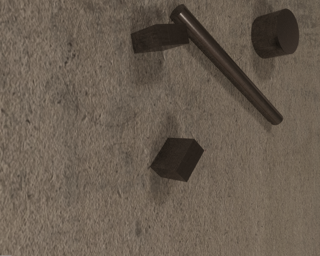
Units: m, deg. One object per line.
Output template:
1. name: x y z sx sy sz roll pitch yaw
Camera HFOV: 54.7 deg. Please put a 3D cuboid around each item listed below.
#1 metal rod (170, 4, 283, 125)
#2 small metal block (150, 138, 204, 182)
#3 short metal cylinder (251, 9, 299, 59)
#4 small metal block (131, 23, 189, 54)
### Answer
1. metal rod: 0.124 -0.088 0.511 0.301 0.025 0.025 36 68 -35
2. small metal block: 0.023 0.041 0.410 0.025 0.050 0.050 48 61 -30
3. short metal cylinder: 0.213 -0.172 0.570 0.081 0.050 0.079 0 90 -40
4. small metal block: 0.000 -0.113 0.390 0.050 0.050 0.025 -18 102 -39
